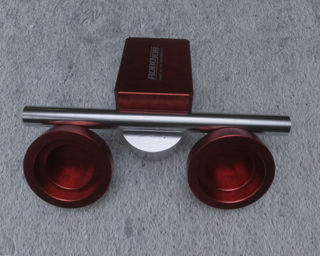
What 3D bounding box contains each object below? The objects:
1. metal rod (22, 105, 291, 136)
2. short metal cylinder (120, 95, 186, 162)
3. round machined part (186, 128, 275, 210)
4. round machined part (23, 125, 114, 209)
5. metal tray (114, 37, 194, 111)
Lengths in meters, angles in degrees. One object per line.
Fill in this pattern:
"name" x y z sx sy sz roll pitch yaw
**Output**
"metal rod" -0.004 -0.008 0.360 0.302 0.025 0.025 2 70 0
"short metal cylinder" -0.008 -0.001 0.397 0.081 0.050 0.080 0 70 0
"round machined part" 0.080 0.044 0.367 0.099 0.042 0.097 0 113 0
"round machined part" -0.104 0.042 0.367 0.099 0.042 0.097 0 108 -1
"metal tray" -0.005 -0.073 0.405 0.091 0.030 0.130 2 44 0
